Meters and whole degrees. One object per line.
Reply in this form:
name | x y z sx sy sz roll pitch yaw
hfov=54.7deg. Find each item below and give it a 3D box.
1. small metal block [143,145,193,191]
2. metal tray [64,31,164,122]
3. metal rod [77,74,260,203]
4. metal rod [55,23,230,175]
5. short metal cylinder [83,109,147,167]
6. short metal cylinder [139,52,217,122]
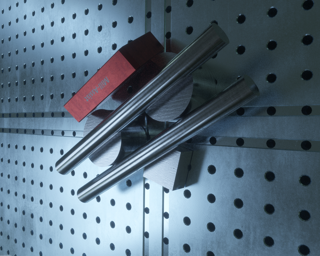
small metal block | 0.009 0.046 0.399 0.050 0.025 0.050 19 102 38
metal tray | -0.061 -0.067 0.413 0.130 0.090 0.030 -35 100 34
metal rod | -0.012 0.030 0.384 0.299 0.025 0.025 -35 69 34
metal rod | -0.043 -0.016 0.376 0.299 0.025 0.025 -36 68 33
short metal cylinder | -0.065 0.014 0.444 0.080 0.050 0.079 0 90 39
short metal cylinder | 0.021 -0.047 0.375 0.080 0.050 0.079 0 90 39
